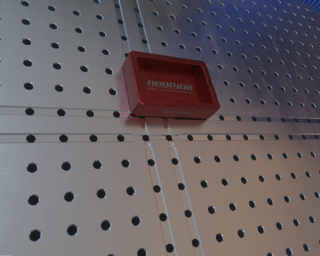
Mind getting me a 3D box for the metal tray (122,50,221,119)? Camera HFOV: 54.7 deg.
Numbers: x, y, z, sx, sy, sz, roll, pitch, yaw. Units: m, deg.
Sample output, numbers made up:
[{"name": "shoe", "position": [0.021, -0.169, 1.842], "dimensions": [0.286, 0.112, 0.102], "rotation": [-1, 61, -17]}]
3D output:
[{"name": "metal tray", "position": [0.017, -0.061, 0.453], "dimensions": [0.131, 0.030, 0.090], "rotation": [2, 61, -28]}]
